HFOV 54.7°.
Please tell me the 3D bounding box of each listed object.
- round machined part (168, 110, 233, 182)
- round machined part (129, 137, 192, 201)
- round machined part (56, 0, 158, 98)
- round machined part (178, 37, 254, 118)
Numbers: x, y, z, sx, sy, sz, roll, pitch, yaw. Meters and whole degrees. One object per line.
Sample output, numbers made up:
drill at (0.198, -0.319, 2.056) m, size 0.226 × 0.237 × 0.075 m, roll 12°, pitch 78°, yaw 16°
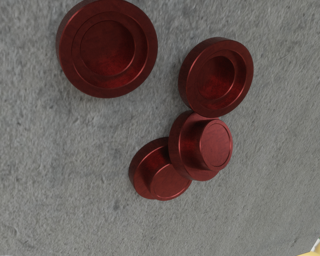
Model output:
round machined part at (0.061, 0.023, 0.416) m, size 0.099 × 0.042 × 0.097 m, roll 2°, pitch 86°, yaw -42°
round machined part at (0.009, 0.065, 0.443) m, size 0.099 × 0.042 × 0.097 m, roll -14°, pitch 125°, yaw -21°
round machined part at (-0.055, -0.083, 0.315) m, size 0.099 × 0.042 × 0.097 m, roll -14°, pitch 125°, yaw -21°
round machined part at (0.065, -0.065, 0.390) m, size 0.099 × 0.042 × 0.097 m, roll -13°, pitch 120°, yaw -23°
